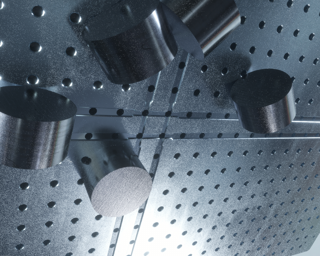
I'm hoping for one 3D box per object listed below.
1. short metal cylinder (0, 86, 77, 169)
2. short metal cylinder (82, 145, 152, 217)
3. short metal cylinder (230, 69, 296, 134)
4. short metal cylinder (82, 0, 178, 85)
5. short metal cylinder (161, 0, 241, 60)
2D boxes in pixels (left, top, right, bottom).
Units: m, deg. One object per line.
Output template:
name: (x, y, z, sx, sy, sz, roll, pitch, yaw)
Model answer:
short metal cylinder: (-0.127, -0.003, 0.305, 0.081, 0.080, 0.050, 4, 116, -31)
short metal cylinder: (-0.057, 0.070, 0.408, 0.081, 0.050, 0.079, -14, 125, -21)
short metal cylinder: (0.145, -0.038, 0.434, 0.080, 0.080, 0.050, -34, 129, -6)
short metal cylinder: (-0.029, -0.088, 0.307, 0.080, 0.080, 0.050, -33, 129, -7)
short metal cylinder: (0.037, -0.118, 0.324, 0.050, 0.080, 0.080, -43, 130, 1)
